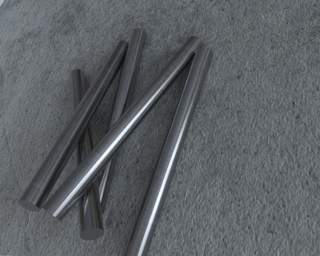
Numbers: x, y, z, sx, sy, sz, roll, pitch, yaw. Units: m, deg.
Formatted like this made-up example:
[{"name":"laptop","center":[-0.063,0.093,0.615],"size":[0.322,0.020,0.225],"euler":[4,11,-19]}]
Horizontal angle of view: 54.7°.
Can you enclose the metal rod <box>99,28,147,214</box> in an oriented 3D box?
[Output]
[{"name":"metal rod","center":[-0.058,-0.027,0.451],"size":[0.025,0.025,0.300],"euler":[-4,60,26]}]

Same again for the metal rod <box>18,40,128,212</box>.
[{"name":"metal rod","center":[-0.101,-0.026,0.428],"size":[0.025,0.025,0.300],"euler":[-3,46,27]}]

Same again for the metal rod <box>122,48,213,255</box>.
[{"name":"metal rod","center":[0.014,0.027,0.380],"size":[0.025,0.025,0.300],"euler":[7,65,31]}]

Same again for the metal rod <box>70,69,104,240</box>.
[{"name":"metal rod","center":[-0.107,0.011,0.431],"size":[0.025,0.025,0.300],"euler":[-29,45,10]}]

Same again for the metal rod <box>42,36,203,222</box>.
[{"name":"metal rod","center":[-0.031,-0.016,0.390],"size":[0.025,0.025,0.301],"euler":[18,59,35]}]
